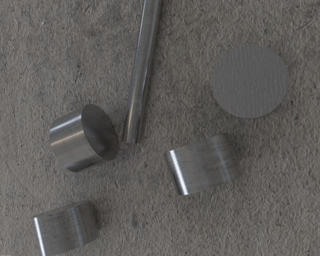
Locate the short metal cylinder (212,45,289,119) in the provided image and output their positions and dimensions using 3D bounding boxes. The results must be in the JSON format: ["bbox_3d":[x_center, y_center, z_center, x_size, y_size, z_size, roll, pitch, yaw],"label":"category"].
[{"bbox_3d":[0.105,-0.050,0.359,0.080,0.050,0.080,0,90,20],"label":"short metal cylinder"}]

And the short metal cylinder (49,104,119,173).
[{"bbox_3d":[-0.099,0.014,0.415,0.050,0.080,0.080,-23,83,19],"label":"short metal cylinder"}]

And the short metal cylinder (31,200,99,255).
[{"bbox_3d":[-0.129,0.135,0.425,0.080,0.080,0.050,-17,85,19],"label":"short metal cylinder"}]

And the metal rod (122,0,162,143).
[{"bbox_3d":[-0.016,-0.128,0.414,0.025,0.025,0.298,10,93,19],"label":"metal rod"}]

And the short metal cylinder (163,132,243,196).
[{"bbox_3d":[0.050,0.042,0.362,0.080,0.080,0.050,-20,83,19],"label":"short metal cylinder"}]
